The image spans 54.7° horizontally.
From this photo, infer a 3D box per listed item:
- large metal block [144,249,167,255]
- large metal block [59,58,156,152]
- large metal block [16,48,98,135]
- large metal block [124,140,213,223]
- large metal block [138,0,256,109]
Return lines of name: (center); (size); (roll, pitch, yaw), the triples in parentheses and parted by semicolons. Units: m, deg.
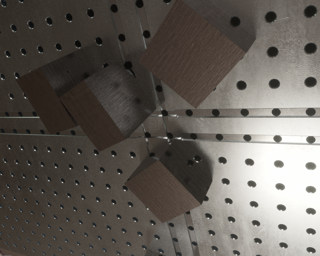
large metal block: (-0.001, 0.273, 0.544); (0.080, 0.080, 0.050); (10, 123, 22)
large metal block: (-0.062, -0.030, 0.388); (0.050, 0.080, 0.080); (-25, 105, 36)
large metal block: (-0.123, -0.049, 0.408); (0.050, 0.080, 0.080); (-14, 111, 34)
large metal block: (0.011, 0.077, 0.435); (0.080, 0.050, 0.080); (47, 129, -5)
large metal block: (0.038, -0.081, 0.324); (0.080, 0.050, 0.080); (40, 129, 0)
